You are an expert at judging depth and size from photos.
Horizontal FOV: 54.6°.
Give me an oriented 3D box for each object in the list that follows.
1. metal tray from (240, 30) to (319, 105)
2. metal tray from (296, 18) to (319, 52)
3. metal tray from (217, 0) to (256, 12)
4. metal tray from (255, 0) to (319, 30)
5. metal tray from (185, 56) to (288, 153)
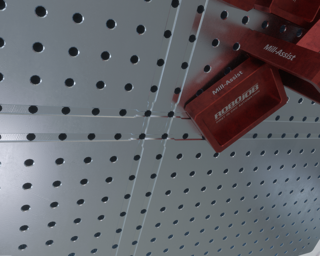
[{"bbox_3d":[0.171,-0.072,0.391,0.090,0.130,0.030,29,103,-38],"label":"metal tray"},{"bbox_3d":[0.241,-0.132,0.432,0.130,0.030,0.090,-47,156,5],"label":"metal tray"},{"bbox_3d":[0.085,-0.203,0.328,0.091,0.030,0.129,8,114,-32],"label":"metal tray"},{"bbox_3d":[0.183,-0.198,0.384,0.091,0.030,0.129,7,115,-32],"label":"metal tray"},{"bbox_3d":[0.111,-0.034,0.439,0.130,0.030,0.090,-37,131,2],"label":"metal tray"}]
